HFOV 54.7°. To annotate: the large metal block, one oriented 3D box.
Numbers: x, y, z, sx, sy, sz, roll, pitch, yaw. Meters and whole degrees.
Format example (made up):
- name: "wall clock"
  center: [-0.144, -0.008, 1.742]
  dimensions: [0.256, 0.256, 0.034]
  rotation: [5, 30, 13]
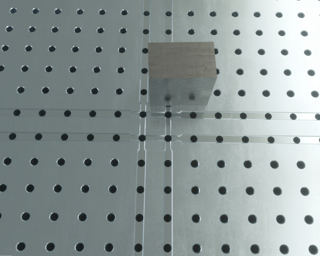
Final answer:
- name: "large metal block"
  center: [0.026, -0.068, 0.408]
  dimensions: [0.081, 0.080, 0.050]
  rotation: [-1, 70, -1]
